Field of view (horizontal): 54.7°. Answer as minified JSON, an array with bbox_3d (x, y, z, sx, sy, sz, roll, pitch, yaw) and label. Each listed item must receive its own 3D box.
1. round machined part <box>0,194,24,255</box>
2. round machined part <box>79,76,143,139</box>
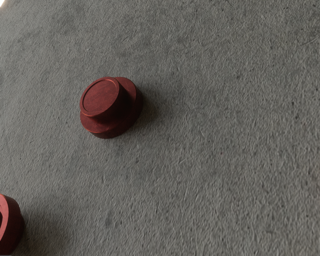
[{"bbox_3d":[-0.229,0.143,0.426,0.098,0.042,0.098,-13,56,21],"label":"round machined part"},{"bbox_3d":[-0.078,-0.037,0.457,0.098,0.042,0.098,-13,56,21],"label":"round machined part"}]
